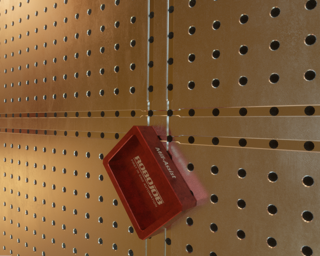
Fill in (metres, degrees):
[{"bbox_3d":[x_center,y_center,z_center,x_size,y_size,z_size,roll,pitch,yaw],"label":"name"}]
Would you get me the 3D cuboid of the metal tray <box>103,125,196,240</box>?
[{"bbox_3d":[-0.020,0.072,0.423,0.090,0.030,0.130,-46,63,30],"label":"metal tray"}]
